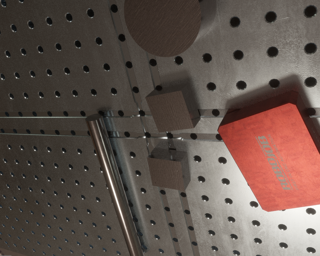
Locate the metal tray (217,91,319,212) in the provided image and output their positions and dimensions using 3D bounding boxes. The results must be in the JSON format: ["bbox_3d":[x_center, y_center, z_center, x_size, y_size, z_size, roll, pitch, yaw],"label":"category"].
[{"bbox_3d":[0.137,0.032,0.356,0.090,0.030,0.130,-22,107,35],"label":"metal tray"}]

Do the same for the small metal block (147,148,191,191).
[{"bbox_3d":[0.013,0.058,0.439,0.050,0.025,0.050,5,121,25],"label":"small metal block"}]

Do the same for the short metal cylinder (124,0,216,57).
[{"bbox_3d":[0.011,-0.119,0.315,0.080,0.050,0.079,13,124,20],"label":"short metal cylinder"}]

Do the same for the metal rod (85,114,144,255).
[{"bbox_3d":[-0.069,0.115,0.516,0.025,0.025,0.298,2,120,27],"label":"metal rod"}]

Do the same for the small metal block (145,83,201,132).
[{"bbox_3d":[0.017,-0.025,0.386,0.050,0.025,0.050,-8,115,31],"label":"small metal block"}]
